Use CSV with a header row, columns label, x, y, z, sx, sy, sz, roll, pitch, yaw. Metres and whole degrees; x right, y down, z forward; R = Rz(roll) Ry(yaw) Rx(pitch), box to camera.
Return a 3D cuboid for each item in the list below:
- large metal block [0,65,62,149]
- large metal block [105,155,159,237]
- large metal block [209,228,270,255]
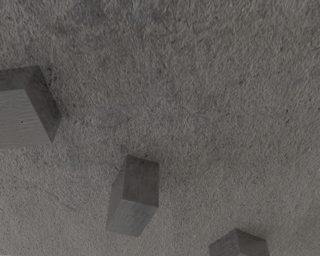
label,x,y,z,sx,sy,sz,roll,pitch,yaw
large metal block,-0.175,-0.023,0.370,0.080,0.050,0.080,-6,130,5
large metal block,-0.040,0.100,0.456,0.050,0.080,0.079,17,128,-14
large metal block,0.154,0.247,0.603,0.080,0.050,0.080,26,125,-21
